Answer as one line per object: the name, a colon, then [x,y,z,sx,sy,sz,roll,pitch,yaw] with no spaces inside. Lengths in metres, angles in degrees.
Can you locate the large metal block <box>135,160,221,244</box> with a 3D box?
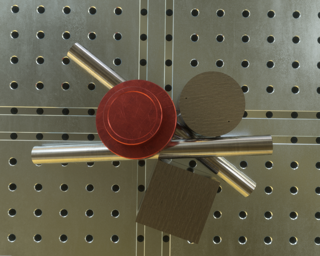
large metal block: [0.022,0.089,0.399,0.080,0.050,0.080,20,90,-1]

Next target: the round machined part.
round machined part: [-0.029,-0.011,0.371,0.099,0.042,0.097,-1,81,5]

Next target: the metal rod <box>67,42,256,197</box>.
metal rod: [0.003,-0.011,0.414,0.300,0.025,0.025,38,90,-1]

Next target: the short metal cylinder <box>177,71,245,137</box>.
short metal cylinder: [0.064,-0.029,0.401,0.081,0.050,0.079,0,90,-1]

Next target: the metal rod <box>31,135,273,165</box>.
metal rod: [-0.015,0.028,0.395,0.302,0.025,0.025,-3,90,7]
